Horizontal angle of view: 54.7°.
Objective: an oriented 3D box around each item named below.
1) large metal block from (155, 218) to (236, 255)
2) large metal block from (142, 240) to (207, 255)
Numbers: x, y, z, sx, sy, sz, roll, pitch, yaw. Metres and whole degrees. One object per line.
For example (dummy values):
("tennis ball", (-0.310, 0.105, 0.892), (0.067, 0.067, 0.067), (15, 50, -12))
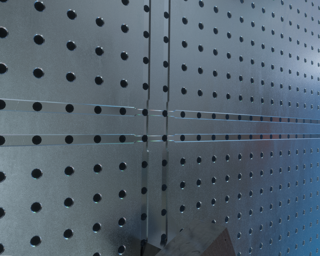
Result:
("large metal block", (0.047, 0.169, 0.370), (0.081, 0.050, 0.080), (-31, 110, -36))
("large metal block", (0.019, 0.197, 0.411), (0.081, 0.050, 0.080), (16, 80, -39))
